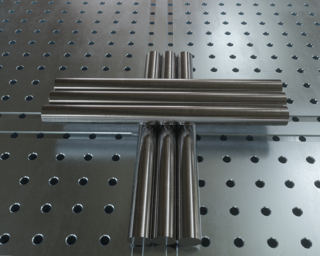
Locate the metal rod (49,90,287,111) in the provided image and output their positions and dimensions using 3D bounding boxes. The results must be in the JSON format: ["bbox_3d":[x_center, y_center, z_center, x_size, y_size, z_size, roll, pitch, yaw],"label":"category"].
[{"bbox_3d":[0.010,-0.035,0.405,0.302,0.025,0.025,0,50,0],"label":"metal rod"}]

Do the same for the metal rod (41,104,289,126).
[{"bbox_3d":[0.006,-0.016,0.389,0.302,0.025,0.025,0,50,0],"label":"metal rod"}]

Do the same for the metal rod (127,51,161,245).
[{"bbox_3d":[-0.015,-0.001,0.408,0.025,0.025,0.300,2,50,1],"label":"metal rod"}]

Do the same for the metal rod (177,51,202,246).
[{"bbox_3d":[0.035,0.000,0.408,0.025,0.025,0.300,2,50,1],"label":"metal rod"}]

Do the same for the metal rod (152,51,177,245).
[{"bbox_3d":[0.010,-0.001,0.409,0.025,0.025,0.300,2,50,1],"label":"metal rod"}]

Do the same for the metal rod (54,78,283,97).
[{"bbox_3d":[0.011,-0.055,0.421,0.302,0.025,0.025,0,50,0],"label":"metal rod"}]
